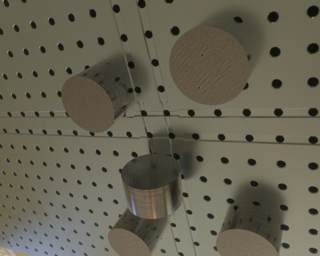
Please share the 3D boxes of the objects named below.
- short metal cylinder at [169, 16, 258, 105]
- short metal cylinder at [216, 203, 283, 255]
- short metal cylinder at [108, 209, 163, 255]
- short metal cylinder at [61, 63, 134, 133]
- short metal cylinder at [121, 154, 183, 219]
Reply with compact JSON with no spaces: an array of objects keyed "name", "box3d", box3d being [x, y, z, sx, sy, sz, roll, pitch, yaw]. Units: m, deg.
[{"name":"short metal cylinder","box3d":[0.057,-0.070,0.322,0.080,0.050,0.079,13,124,21]},{"name":"short metal cylinder","box3d":[0.123,0.150,0.423,0.080,0.050,0.079,13,124,21]},{"name":"short metal cylinder","box3d":[-0.041,0.184,0.531,0.080,0.050,0.079,13,124,21]},{"name":"short metal cylinder","box3d":[-0.082,-0.040,0.414,0.080,0.050,0.079,13,124,21]},{"name":"short metal cylinder","box3d":[-0.010,0.079,0.429,0.080,0.080,0.050,8,122,24]}]
